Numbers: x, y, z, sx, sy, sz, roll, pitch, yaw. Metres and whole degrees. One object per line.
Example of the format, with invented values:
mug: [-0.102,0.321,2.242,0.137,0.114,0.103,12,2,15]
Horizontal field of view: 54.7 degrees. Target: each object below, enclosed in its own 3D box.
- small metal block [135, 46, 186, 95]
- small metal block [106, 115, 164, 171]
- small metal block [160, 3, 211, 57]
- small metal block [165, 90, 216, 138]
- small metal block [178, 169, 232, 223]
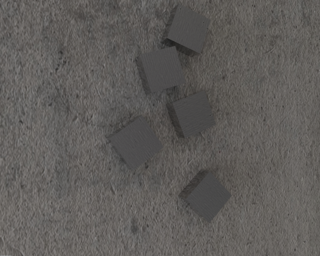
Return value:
small metal block: [0.000,-0.076,0.409,0.050,0.025,0.050,-19,97,-19]
small metal block: [-0.032,0.019,0.397,0.050,0.025,0.050,-37,102,-16]
small metal block: [0.035,-0.131,0.422,0.050,0.025,0.050,20,83,-19]
small metal block: [0.042,-0.019,0.424,0.050,0.025,0.050,-22,98,-19]
small metal block: [0.063,0.094,0.432,0.050,0.025,0.050,-46,105,-14]
